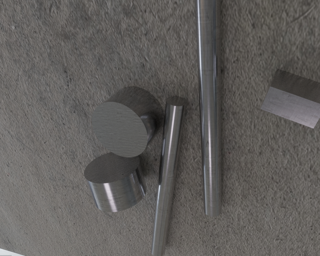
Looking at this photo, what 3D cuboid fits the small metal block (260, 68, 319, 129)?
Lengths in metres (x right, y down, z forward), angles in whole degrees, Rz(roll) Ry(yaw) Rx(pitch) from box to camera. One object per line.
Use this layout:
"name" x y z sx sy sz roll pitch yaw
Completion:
"small metal block" 0.131 -0.031 0.303 0.050 0.050 0.025 23 127 14

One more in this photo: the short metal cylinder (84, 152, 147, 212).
"short metal cylinder" -0.064 0.076 0.452 0.080 0.080 0.050 3 120 26

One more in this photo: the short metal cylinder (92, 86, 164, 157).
"short metal cylinder" -0.041 -0.008 0.407 0.080 0.050 0.079 13 124 21

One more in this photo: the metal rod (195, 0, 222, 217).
"metal rod" 0.060 -0.013 0.367 0.025 0.025 0.298 8 122 24

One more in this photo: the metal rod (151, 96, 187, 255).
"metal rod" 0.008 0.091 0.458 0.025 0.025 0.298 18 126 18
